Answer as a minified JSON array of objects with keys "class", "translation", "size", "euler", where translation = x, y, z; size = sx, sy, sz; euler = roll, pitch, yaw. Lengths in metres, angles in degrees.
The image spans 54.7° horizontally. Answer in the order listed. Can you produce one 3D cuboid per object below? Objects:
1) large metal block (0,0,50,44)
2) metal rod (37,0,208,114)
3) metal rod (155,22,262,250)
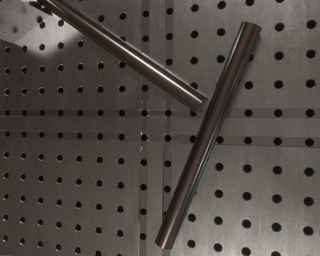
[{"class":"large metal block","translation":[-0.231,-0.179,0.463],"size":[0.080,0.080,0.050],"euler":[-30,80,17]},{"class":"metal rod","translation":[-0.063,-0.115,0.433],"size":[0.300,0.025,0.025],"euler":[37,102,16]},{"class":"metal rod","translation":[0.058,0.015,0.391],"size":[0.025,0.025,0.298],"euler":[23,97,18]}]
